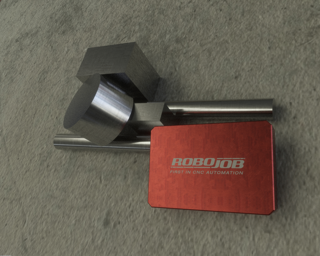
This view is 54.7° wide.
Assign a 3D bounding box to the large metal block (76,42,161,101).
[{"bbox_3d":[-0.057,-0.073,0.443,0.080,0.080,0.050,1,62,28],"label":"large metal block"}]

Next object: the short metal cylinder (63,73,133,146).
[{"bbox_3d":[-0.080,-0.023,0.398,0.080,0.050,0.080,-35,37,33],"label":"short metal cylinder"}]

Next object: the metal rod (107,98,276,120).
[{"bbox_3d":[-0.003,-0.024,0.421,0.300,0.025,0.025,1,62,28],"label":"metal rod"}]

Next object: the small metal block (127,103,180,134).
[{"bbox_3d":[-0.009,-0.008,0.397,0.050,0.050,0.025,1,62,28],"label":"small metal block"}]

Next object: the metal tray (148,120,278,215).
[{"bbox_3d":[0.053,0.042,0.330,0.130,0.030,0.090,-3,78,25],"label":"metal tray"}]

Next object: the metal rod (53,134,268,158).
[{"bbox_3d":[-0.019,0.021,0.402,0.300,0.025,0.025,0,62,27],"label":"metal rod"}]
